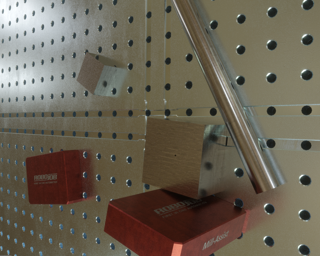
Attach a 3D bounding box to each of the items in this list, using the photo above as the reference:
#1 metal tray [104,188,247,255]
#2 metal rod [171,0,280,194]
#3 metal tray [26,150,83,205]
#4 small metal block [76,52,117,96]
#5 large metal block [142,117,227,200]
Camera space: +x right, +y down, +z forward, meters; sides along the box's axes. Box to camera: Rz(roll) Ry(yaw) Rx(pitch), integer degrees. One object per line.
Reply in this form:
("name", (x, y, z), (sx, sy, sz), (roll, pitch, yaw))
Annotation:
("metal tray", (0.020, 0.096, 0.323), (0.090, 0.131, 0.030), (18, 101, 38))
("metal rod", (0.060, -0.071, 0.358), (0.025, 0.025, 0.299), (-32, 70, 35))
("metal tray", (-0.195, 0.091, 0.564), (0.130, 0.030, 0.089), (-11, 83, 39))
("small metal block", (-0.101, -0.085, 0.490), (0.050, 0.025, 0.050), (39, 113, 33))
("large metal block", (0.028, 0.031, 0.368), (0.080, 0.050, 0.079), (8, 95, 39))
